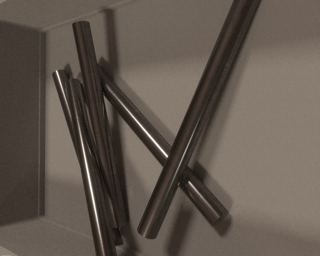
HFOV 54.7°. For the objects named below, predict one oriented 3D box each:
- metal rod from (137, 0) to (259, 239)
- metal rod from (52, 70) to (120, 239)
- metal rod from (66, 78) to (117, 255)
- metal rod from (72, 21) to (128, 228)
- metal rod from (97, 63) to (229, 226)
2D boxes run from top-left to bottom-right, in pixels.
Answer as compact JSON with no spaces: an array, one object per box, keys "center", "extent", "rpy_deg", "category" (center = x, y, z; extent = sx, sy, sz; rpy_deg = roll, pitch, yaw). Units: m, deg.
[{"center":[0.040,-0.010,0.349],"extent":[0.025,0.025,0.298],"rpy_deg":[29,101,36],"category":"metal rod"},{"center":[-0.126,0.036,0.507],"extent":[0.025,0.025,0.299],"rpy_deg":[-34,69,34],"category":"metal rod"},{"center":[-0.105,0.047,0.453],"extent":[0.025,0.025,0.299],"rpy_deg":[-40,54,32],"category":"metal rod"},{"center":[-0.087,-0.004,0.452],"extent":[0.025,0.025,0.298],"rpy_deg":[-10,91,39],"category":"metal rod"},{"center":[-0.020,0.005,0.420],"extent":[0.300,0.025,0.025],"rpy_deg":[48,118,29],"category":"metal rod"}]
